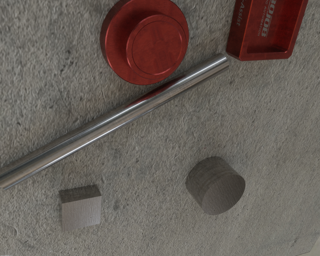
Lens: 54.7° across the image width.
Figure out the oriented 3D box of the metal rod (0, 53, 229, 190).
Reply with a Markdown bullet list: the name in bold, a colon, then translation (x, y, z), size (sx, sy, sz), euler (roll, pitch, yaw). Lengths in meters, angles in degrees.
- **metal rod**: translation (-0.048, -0.013, 0.373), size (0.302, 0.025, 0.025), euler (-29, 129, -10)

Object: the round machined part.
- **round machined part**: translation (-0.011, -0.091, 0.335), size (0.099, 0.042, 0.097), euler (-14, 125, -21)

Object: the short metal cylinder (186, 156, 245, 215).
- **short metal cylinder**: translation (0.089, 0.093, 0.499), size (0.081, 0.050, 0.079), euler (-14, 125, -21)

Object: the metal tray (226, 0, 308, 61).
- **metal tray**: translation (0.139, -0.152, 0.387), size (0.091, 0.030, 0.129), euler (-8, 122, -25)

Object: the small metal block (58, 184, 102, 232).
- **small metal block**: translation (-0.107, 0.107, 0.415), size (0.050, 0.025, 0.050), euler (-6, 121, -26)
